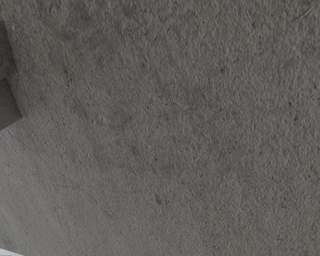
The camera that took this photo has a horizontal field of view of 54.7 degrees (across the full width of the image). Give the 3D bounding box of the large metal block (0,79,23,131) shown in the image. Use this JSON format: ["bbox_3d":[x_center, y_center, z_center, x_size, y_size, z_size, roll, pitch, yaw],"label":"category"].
[{"bbox_3d":[-0.284,-0.035,0.500,0.050,0.080,0.079,5,121,26],"label":"large metal block"}]

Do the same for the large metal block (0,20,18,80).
[{"bbox_3d":[-0.272,-0.117,0.462,0.080,0.050,0.079,12,124,21],"label":"large metal block"}]
